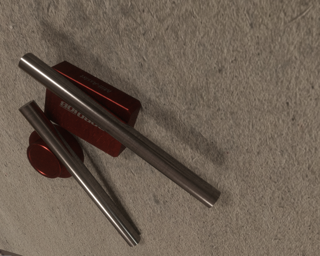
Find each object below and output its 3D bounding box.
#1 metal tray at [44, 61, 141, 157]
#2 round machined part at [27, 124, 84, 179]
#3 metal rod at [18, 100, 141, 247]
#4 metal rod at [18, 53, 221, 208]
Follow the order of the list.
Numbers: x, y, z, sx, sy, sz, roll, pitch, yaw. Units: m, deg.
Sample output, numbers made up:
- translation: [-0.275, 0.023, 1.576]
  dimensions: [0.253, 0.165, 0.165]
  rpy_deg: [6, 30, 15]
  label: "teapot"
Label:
- translation: [-0.099, -0.026, 0.438]
  dimensions: [0.130, 0.030, 0.089]
  rpy_deg: [29, 128, 9]
  label: "metal tray"
- translation: [-0.180, 0.045, 0.516]
  dimensions: [0.098, 0.042, 0.097]
  rpy_deg: [13, 124, 20]
  label: "round machined part"
- translation: [-0.117, 0.085, 0.496]
  dimensions: [0.025, 0.025, 0.299]
  rpy_deg: [-15, 118, 34]
  label: "metal rod"
- translation: [-0.053, 0.001, 0.394]
  dimensions: [0.301, 0.025, 0.025]
  rpy_deg: [36, 129, 3]
  label: "metal rod"
